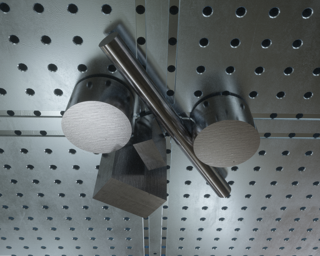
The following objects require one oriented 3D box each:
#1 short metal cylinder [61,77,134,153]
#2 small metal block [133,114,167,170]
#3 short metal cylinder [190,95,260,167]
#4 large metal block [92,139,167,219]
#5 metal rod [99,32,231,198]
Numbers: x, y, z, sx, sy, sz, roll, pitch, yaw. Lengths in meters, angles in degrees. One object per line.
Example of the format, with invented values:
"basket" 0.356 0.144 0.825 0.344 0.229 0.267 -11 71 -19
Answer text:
"short metal cylinder" -0.073 -0.015 0.377 0.081 0.050 0.079 0 130 0
"small metal block" -0.012 0.018 0.405 0.025 0.050 0.050 -17 128 13
"short metal cylinder" 0.081 0.005 0.395 0.081 0.050 0.079 0 130 0
"large metal block" -0.038 0.065 0.425 0.080 0.080 0.050 28 125 -21
"metal rod" 0.024 0.003 0.410 0.025 0.025 0.300 -25 126 20
